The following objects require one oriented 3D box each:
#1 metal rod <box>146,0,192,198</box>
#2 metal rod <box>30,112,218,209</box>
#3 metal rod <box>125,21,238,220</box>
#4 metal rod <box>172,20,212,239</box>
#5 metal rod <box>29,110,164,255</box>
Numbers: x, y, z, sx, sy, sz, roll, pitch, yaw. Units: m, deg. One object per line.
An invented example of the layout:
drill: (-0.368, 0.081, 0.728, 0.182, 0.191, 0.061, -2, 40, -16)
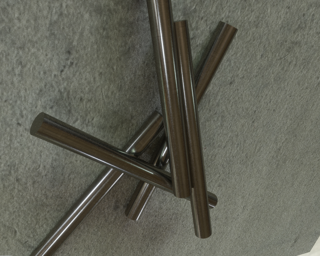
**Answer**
metal rod: (0.011, -0.049, 0.351, 0.025, 0.025, 0.298, -17, 116, -19)
metal rod: (-0.020, 0.056, 0.398, 0.301, 0.025, 0.025, 31, 101, -39)
metal rod: (0.021, 0.003, 0.421, 0.025, 0.025, 0.298, 14, 111, -34)
metal rod: (0.041, 0.017, 0.401, 0.025, 0.025, 0.298, -17, 113, -19)
metal rod: (-0.095, 0.097, 0.416, 0.299, 0.025, 0.025, -49, 129, 6)
